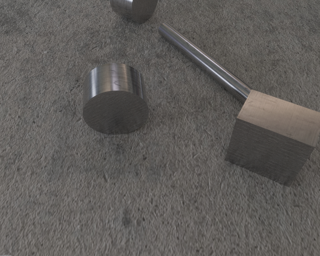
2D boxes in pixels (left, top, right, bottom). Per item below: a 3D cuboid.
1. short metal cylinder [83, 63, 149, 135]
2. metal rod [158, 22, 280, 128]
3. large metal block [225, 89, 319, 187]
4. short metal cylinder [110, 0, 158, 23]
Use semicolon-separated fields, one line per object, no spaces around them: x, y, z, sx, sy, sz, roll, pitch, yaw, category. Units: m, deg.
-0.057;-0.036;0.397;0.081;0.080;0.050;-6;50;-5;short metal cylinder
0.093;-0.082;0.472;0.025;0.025;0.300;-28;56;-22;metal rod
0.128;0.013;0.358;0.080;0.080;0.050;23;54;18;large metal block
-0.046;-0.241;0.570;0.050;0.080;0.080;29;56;22;short metal cylinder
